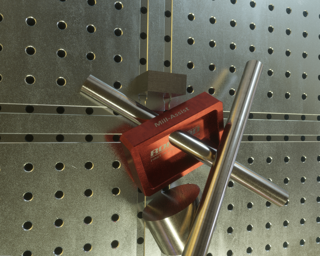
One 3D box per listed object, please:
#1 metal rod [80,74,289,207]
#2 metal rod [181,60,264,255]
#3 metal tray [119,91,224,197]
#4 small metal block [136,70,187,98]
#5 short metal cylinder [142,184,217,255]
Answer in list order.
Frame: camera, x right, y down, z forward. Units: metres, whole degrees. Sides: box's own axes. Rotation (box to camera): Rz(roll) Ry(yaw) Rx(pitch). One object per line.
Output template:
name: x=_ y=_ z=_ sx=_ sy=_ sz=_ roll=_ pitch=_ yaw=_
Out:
metal rod: x=0.038 y=0.021 z=0.400 sx=0.301 sy=0.025 sz=0.025 roll=30 pitch=80 yaw=-8
metal rod: x=0.081 y=0.036 z=0.382 sx=0.025 sy=0.025 sz=0.300 roll=32 pitch=64 yaw=-18
metal tray: x=0.022 y=0.020 z=0.396 sx=0.131 sy=0.030 sz=0.090 roll=-28 pitch=132 yaw=-18
small metal block: x=0.001 y=-0.056 z=0.401 sx=0.050 sy=0.050 sz=0.025 roll=3 pitch=89 yaw=-20
short metal cylinder: x=0.024 y=0.114 z=0.394 sx=0.080 sy=0.080 sz=0.050 roll=-29 pitch=100 yaw=-18
